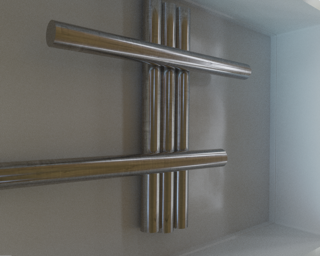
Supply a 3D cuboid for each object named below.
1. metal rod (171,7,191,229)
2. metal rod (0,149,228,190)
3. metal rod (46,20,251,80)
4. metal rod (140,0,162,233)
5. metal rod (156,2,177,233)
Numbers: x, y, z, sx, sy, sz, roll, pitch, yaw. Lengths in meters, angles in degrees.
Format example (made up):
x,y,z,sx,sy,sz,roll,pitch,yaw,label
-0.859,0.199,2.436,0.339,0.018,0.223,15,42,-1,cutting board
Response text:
x,y,z,sx,sy,sz,roll,pitch,yaw,label
0.028,-0.014,0.427,0.025,0.025,0.298,1,89,-40,metal rod
-0.043,0.042,0.346,0.303,0.025,0.025,-1,91,-33,metal rod
0.015,-0.087,0.384,0.302,0.025,0.025,0,90,-40,metal rod
-0.011,-0.019,0.396,0.025,0.025,0.298,1,90,-40,metal rod
0.008,-0.014,0.412,0.025,0.025,0.298,1,89,-40,metal rod
